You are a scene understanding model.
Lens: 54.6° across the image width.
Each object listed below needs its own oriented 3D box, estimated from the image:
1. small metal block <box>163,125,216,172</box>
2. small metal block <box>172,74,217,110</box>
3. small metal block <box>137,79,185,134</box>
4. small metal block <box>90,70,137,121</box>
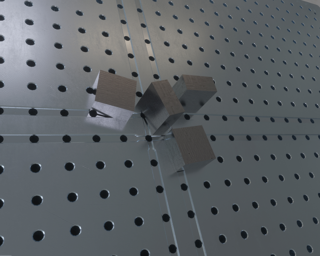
[{"bbox_3d":[0.039,0.026,0.413,0.050,0.025,0.050,-7,65,-31],"label":"small metal block"},{"bbox_3d":[0.045,-0.050,0.446,0.050,0.050,0.025,0,62,-28],"label":"small metal block"},{"bbox_3d":[0.000,-0.028,0.409,0.025,0.050,0.050,-16,70,-34],"label":"small metal block"},{"bbox_3d":[-0.060,-0.042,0.401,0.050,0.025,0.050,15,56,-20],"label":"small metal block"}]
